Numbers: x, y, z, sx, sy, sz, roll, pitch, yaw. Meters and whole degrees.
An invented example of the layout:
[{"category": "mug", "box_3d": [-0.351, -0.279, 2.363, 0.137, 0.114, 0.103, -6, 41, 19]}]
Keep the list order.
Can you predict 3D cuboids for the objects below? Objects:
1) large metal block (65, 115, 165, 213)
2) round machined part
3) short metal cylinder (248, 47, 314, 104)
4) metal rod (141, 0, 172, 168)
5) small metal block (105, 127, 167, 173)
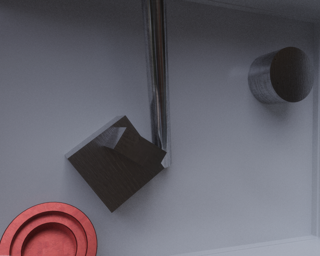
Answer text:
[{"category": "large metal block", "box_3d": [-0.056, 0.041, 0.377, 0.080, 0.050, 0.080, -39, 103, -16]}, {"category": "round machined part", "box_3d": [-0.122, 0.136, 0.342, 0.099, 0.042, 0.098, 10, 55, -14]}, {"category": "short metal cylinder", "box_3d": [0.181, -0.077, 0.466, 0.081, 0.050, 0.079, 0, 90, -20]}, {"category": "metal rod", "box_3d": [-0.004, -0.082, 0.339, 0.025, 0.025, 0.298, -15, 123, -20]}, {"category": "small metal block", "box_3d": [-0.028, 0.023, 0.335, 0.050, 0.050, 0.025, 33, 79, -18]}]
